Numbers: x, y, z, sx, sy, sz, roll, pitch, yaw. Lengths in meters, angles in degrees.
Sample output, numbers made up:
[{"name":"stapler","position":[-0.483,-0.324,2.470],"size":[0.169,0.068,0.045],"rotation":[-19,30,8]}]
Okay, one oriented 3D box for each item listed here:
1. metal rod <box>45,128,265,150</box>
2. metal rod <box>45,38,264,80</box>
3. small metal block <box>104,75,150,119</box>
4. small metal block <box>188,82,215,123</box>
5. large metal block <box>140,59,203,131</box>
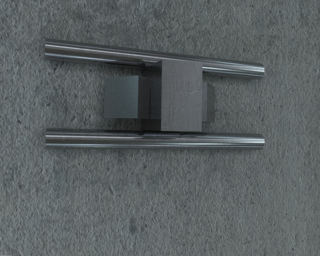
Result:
[{"name":"metal rod","position":[0.008,0.017,0.414],"size":[0.303,0.025,0.025],"rotation":[2,90,-21]},{"name":"metal rod","position":[0.008,-0.089,0.414],"size":[0.303,0.025,0.025],"rotation":[1,90,-21]},{"name":"small metal block","position":[-0.041,-0.036,0.381],"size":[0.025,0.050,0.050],"rotation":[1,90,-60]},{"name":"small metal block","position":[0.057,-0.033,0.418],"size":[0.025,0.050,0.050],"rotation":[0,89,21]},{"name":"large metal block","position":[0.011,-0.036,0.388],"size":[0.050,0.080,0.079],"rotation":[1,90,-20]}]
